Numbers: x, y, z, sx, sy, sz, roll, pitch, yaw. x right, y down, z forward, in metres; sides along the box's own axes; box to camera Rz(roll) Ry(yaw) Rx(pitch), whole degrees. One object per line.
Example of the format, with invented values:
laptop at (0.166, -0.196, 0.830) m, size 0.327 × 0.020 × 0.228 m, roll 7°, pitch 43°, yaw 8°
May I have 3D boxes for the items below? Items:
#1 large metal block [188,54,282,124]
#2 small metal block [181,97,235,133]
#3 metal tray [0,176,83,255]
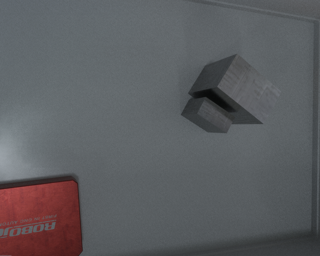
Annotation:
large metal block at (0.098, -0.048, 0.419) m, size 0.080 × 0.080 × 0.050 m, roll 35°, pitch 79°, yaw -17°
small metal block at (0.064, -0.017, 0.422) m, size 0.050 × 0.050 × 0.025 m, roll 32°, pitch 80°, yaw -18°
metal tray at (-0.159, 0.108, 0.350) m, size 0.131 × 0.030 × 0.089 m, roll -4°, pitch 92°, yaw -20°
